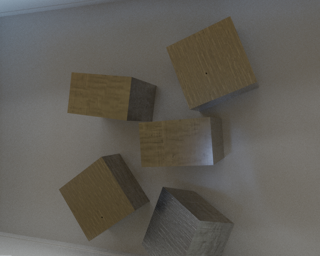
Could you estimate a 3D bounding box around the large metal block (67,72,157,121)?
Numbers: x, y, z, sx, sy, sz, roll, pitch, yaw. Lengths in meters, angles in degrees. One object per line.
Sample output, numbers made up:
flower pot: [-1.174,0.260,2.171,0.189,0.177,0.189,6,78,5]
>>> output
large metal block: [-0.059,-0.038,0.401,0.080,0.080,0.050,8,93,19]

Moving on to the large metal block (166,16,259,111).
large metal block: [0.065,-0.073,0.374,0.080,0.050,0.080,-22,83,18]

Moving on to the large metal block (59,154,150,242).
large metal block: [-0.075,0.092,0.422,0.080,0.050,0.080,-37,79,16]

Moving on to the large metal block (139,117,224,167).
large metal block: [0.029,0.016,0.370,0.080,0.080,0.050,-4,89,19]

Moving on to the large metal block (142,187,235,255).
large metal block: [0.029,0.126,0.365,0.080,0.050,0.080,31,103,58]
